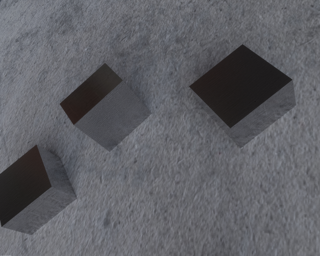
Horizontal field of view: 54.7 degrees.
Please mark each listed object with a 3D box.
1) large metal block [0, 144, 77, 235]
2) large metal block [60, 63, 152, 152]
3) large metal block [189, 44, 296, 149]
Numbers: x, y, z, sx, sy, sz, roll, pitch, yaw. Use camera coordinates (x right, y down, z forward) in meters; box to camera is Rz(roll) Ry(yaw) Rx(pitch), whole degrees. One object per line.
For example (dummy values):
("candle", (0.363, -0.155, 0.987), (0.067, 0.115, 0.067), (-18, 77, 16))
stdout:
("large metal block", (-0.173, 0.084, 0.425), (0.080, 0.050, 0.080), (-39, 51, 1))
("large metal block", (-0.071, -0.026, 0.420), (0.080, 0.080, 0.050), (-43, 51, -2))
("large metal block", (0.095, -0.038, 0.360), (0.080, 0.050, 0.080), (-38, 51, 2))
